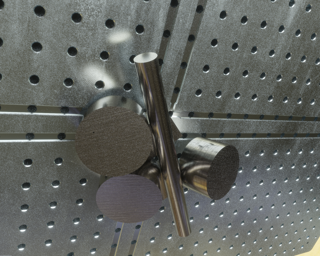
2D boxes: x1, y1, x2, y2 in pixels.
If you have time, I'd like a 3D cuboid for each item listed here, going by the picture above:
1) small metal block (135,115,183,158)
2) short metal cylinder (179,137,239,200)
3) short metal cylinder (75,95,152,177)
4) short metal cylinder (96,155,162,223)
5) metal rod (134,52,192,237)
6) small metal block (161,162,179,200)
[{"bbox_3d":[-0.006,0.004,0.406,0.050,0.025,0.050,-37,129,-4],"label":"small metal block"},{"bbox_3d":[0.071,0.057,0.448,0.081,0.050,0.079,-18,115,-43],"label":"short metal cylinder"},{"bbox_3d":[-0.051,0.008,0.349,0.081,0.050,0.079,-2,109,-6],"label":"short metal cylinder"},{"bbox_3d":[-0.038,0.075,0.399,0.081,0.050,0.079,-1,120,-2],"label":"short metal cylinder"},{"bbox_3d":[0.012,0.045,0.408,0.025,0.025,0.298,-23,127,-14],"label":"metal rod"},{"bbox_3d":[0.010,0.071,0.456,0.050,0.025,0.050,-35,129,-5],"label":"small metal block"}]
